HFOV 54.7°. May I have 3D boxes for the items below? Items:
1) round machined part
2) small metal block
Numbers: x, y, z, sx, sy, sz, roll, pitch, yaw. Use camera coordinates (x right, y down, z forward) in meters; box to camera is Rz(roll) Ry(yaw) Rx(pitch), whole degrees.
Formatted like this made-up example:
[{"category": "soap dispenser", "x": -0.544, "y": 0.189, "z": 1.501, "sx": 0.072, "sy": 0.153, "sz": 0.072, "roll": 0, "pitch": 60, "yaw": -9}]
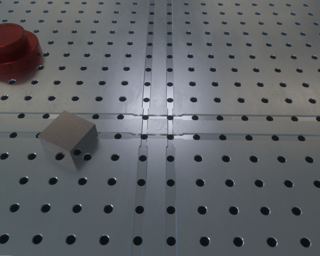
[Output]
[{"category": "round machined part", "x": -0.251, "y": -0.136, "z": 0.509, "sx": 0.099, "sy": 0.042, "sz": 0.098, "roll": 0, "pitch": 50, "yaw": 0}, {"category": "small metal block", "x": -0.117, "y": 0.010, "z": 0.398, "sx": 0.050, "sy": 0.025, "sz": 0.050, "roll": 23, "pitch": 54, "yaw": 18}]
